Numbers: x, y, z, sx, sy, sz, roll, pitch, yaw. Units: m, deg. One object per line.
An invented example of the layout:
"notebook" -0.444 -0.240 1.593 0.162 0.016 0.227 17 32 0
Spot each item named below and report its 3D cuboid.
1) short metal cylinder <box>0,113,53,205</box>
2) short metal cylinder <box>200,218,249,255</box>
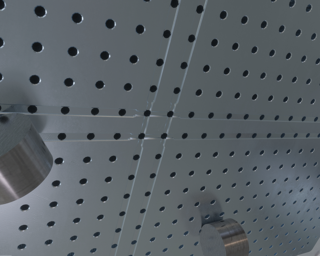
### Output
"short metal cylinder" -0.156 0.029 0.308 0.080 0.080 0.050 -25 128 -13
"short metal cylinder" 0.117 0.212 0.571 0.050 0.080 0.079 -5 121 -26
